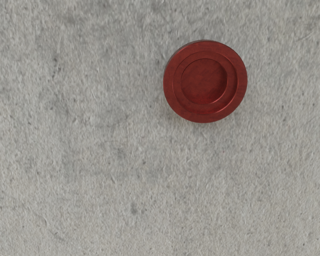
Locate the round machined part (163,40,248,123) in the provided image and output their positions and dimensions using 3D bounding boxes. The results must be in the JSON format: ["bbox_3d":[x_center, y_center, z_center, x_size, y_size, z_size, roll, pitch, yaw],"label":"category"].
[{"bbox_3d":[0.053,-0.058,0.380,0.099,0.042,0.097,0,110,-1],"label":"round machined part"}]
